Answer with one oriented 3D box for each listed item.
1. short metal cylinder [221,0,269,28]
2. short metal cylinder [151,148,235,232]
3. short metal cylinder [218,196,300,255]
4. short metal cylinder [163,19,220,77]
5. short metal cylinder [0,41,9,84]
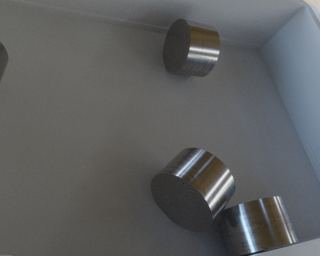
[{"bbox_3d":[0.169,-0.247,0.618,0.080,0.080,0.050,44,51,2],"label":"short metal cylinder"},{"bbox_3d":[0.037,0.069,0.350,0.080,0.080,0.050,47,51,4],"label":"short metal cylinder"},{"bbox_3d":[0.113,0.117,0.362,0.081,0.080,0.050,1,62,-28],"label":"short metal cylinder"},{"bbox_3d":[0.046,-0.120,0.470,0.050,0.080,0.080,3,61,-27],"label":"short metal cylinder"},{"bbox_3d":[-0.198,-0.060,0.301,0.081,0.080,0.050,15,56,-21],"label":"short metal cylinder"}]
